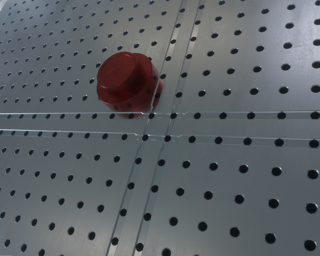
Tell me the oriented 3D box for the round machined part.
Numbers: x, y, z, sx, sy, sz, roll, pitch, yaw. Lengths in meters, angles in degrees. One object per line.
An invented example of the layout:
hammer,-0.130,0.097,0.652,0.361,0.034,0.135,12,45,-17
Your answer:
round machined part,-0.057,-0.078,0.476,0.098,0.042,0.098,-13,56,21
